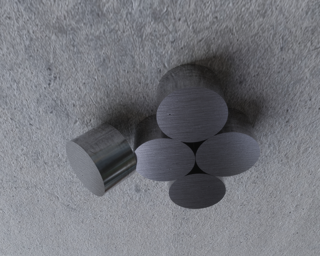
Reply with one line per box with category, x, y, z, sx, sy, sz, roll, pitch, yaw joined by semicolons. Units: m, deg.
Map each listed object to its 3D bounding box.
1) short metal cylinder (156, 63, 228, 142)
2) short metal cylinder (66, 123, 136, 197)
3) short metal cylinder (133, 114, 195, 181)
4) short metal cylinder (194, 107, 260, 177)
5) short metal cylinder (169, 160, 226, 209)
short metal cylinder;0.036;-0.029;0.368;0.081;0.050;0.079;0;130;0
short metal cylinder;-0.076;0.040;0.399;0.080;0.050;0.079;31;138;33
short metal cylinder;0.005;0.026;0.415;0.081;0.050;0.079;0;130;0
short metal cylinder;0.085;0.019;0.409;0.081;0.050;0.079;0;130;0
short metal cylinder;0.053;0.075;0.456;0.081;0.050;0.079;0;130;0
